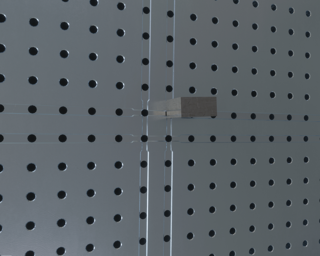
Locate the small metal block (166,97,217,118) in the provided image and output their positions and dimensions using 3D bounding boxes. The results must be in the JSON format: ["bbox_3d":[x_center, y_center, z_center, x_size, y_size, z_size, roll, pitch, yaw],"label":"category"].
[{"bbox_3d":[0.041,-0.027,0.414,0.050,0.050,0.025,-3,91,-20],"label":"small metal block"}]
